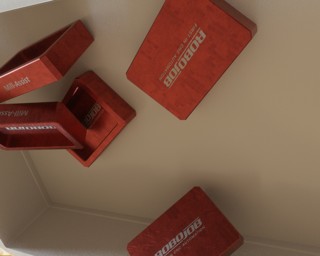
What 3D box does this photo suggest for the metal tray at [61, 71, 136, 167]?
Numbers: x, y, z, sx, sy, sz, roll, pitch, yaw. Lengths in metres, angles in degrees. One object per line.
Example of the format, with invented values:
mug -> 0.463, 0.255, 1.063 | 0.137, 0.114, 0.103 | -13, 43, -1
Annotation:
metal tray -> -0.105, -0.009, 0.453 | 0.090, 0.030, 0.129 | 43, 129, -3

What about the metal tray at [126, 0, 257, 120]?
metal tray -> 0.029, -0.081, 0.339 | 0.090, 0.030, 0.129 | 38, 129, 2

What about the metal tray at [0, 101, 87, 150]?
metal tray -> -0.180, 0.001, 0.428 | 0.131, 0.030, 0.090 | -2, 155, 9

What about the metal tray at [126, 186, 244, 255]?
metal tray -> 0.031, 0.152, 0.405 | 0.090, 0.130, 0.030 | 49, 179, 38

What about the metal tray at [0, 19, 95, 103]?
metal tray -> -0.155, -0.083, 0.391 | 0.130, 0.090, 0.030 | -12, 128, 32
